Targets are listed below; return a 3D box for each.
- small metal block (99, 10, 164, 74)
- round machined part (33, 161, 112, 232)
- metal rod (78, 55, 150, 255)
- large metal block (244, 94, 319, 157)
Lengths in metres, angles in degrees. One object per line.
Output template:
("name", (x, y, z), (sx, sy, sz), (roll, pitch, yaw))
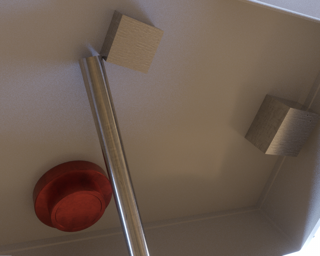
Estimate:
("small metal block", (-0.031, -0.092, 0.336), (0.050, 0.025, 0.050), (11, 113, -34))
("round machined part", (-0.108, 0.094, 0.398), (0.099, 0.042, 0.097), (-14, 125, -21))
("metal rod", (-0.043, 0.068, 0.356), (0.025, 0.025, 0.298), (-16, 103, -20))
("large metal block", (0.198, -0.002, 0.502), (0.081, 0.050, 0.079), (8, 115, -32))
